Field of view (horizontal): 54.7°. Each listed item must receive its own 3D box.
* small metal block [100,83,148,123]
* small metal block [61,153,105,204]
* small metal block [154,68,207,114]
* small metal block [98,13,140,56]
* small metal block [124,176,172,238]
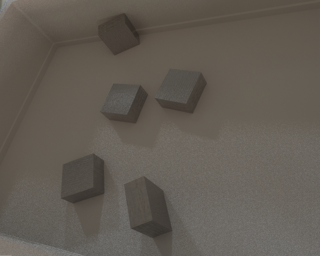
[{"bbox_3d":[-0.053,-0.037,0.456,0.050,0.025,0.050,8,65,31],"label":"small metal block"},{"bbox_3d":[-0.104,0.068,0.419,0.050,0.025,0.050,-20,54,16],"label":"small metal block"},{"bbox_3d":[0.029,-0.051,0.422,0.050,0.025,0.050,14,69,33],"label":"small metal block"},{"bbox_3d":[-0.069,-0.157,0.522,0.050,0.050,0.025,-19,54,17],"label":"small metal block"},{"bbox_3d":[-0.013,0.088,0.342,0.025,0.050,0.050,-25,53,13],"label":"small metal block"}]
